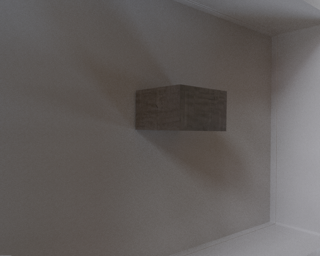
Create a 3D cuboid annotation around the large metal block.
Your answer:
[{"bbox_3d":[0.026,-0.022,0.388,0.081,0.080,0.050,1,90,-40],"label":"large metal block"}]
